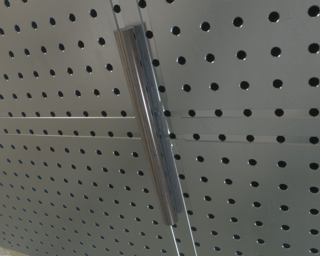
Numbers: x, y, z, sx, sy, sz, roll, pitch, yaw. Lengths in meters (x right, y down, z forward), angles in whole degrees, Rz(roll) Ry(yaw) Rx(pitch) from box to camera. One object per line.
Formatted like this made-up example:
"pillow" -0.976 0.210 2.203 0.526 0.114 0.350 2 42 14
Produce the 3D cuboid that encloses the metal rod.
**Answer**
"metal rod" -0.013 0.015 0.427 0.025 0.025 0.298 2 120 27
